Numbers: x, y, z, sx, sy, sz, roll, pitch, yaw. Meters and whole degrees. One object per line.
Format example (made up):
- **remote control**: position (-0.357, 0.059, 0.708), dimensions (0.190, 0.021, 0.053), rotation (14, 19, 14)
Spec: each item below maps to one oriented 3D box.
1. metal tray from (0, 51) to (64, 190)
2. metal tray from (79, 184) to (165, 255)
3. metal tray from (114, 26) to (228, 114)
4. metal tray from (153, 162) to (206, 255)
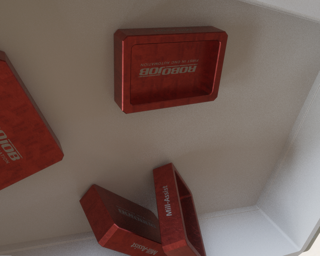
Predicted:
- **metal tray**: position (-0.168, -0.001, 0.313), dimensions (0.091, 0.030, 0.129), rotation (-27, 128, -12)
- **metal tray**: position (-0.041, 0.135, 0.427), dimensions (0.030, 0.090, 0.130), rotation (-51, 129, 2)
- **metal tray**: position (0.013, -0.071, 0.369), dimensions (0.131, 0.030, 0.089), rotation (-10, 123, -24)
- **metal tray**: position (0.027, 0.124, 0.433), dimensions (0.030, 0.130, 0.090), rotation (-23, 130, 11)
